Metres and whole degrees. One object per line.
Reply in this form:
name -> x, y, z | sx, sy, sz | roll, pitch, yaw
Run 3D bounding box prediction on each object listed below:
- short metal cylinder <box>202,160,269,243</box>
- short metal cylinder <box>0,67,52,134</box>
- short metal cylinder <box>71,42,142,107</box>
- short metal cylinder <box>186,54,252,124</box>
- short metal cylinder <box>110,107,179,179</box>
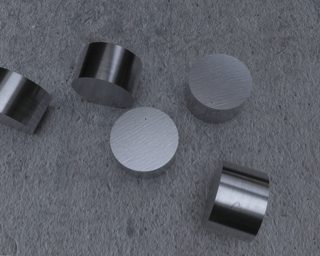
short metal cylinder -> 0.083, 0.081, 0.350 | 0.050, 0.080, 0.080 | 17, 71, 6
short metal cylinder -> -0.186, -0.033, 0.390 | 0.080, 0.080, 0.050 | 19, 71, 7
short metal cylinder -> -0.068, -0.067, 0.403 | 0.080, 0.080, 0.050 | 11, 71, 4
short metal cylinder -> 0.076, -0.051, 0.414 | 0.081, 0.050, 0.080 | 0, 70, 0
short metal cylinder -> -0.018, 0.020, 0.387 | 0.081, 0.050, 0.080 | 0, 70, 0
